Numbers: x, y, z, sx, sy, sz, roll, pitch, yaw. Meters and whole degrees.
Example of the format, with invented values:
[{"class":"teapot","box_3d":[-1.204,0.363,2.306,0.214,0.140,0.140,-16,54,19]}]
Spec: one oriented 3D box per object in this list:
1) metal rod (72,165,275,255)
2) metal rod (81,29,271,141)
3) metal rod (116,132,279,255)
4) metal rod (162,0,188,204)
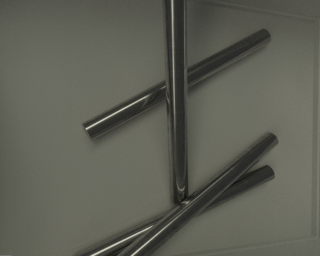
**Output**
[{"class":"metal rod","box_3d":[0.033,0.117,0.423,0.302,0.025,0.025,-20,97,-19]},{"class":"metal rod","box_3d":[0.035,-0.067,0.424,0.302,0.025,0.025,-30,100,-18]},{"class":"metal rod","box_3d":[0.057,0.092,0.412,0.302,0.025,0.025,-33,101,-25]},{"class":"metal rod","box_3d":[0.020,-0.039,0.362,0.025,0.025,0.298,-12,116,-20]}]
